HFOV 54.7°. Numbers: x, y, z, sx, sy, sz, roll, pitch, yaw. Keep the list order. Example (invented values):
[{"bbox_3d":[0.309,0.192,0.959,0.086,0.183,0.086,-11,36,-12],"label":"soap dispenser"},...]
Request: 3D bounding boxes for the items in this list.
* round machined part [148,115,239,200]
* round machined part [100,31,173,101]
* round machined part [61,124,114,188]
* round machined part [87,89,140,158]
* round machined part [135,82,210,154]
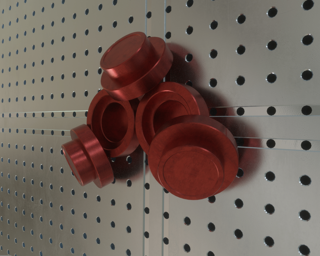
[{"bbox_3d":[0.035,0.038,0.333,0.098,0.042,0.097,4,118,9],"label":"round machined part"},{"bbox_3d":[-0.036,-0.084,0.393,0.098,0.042,0.098,-22,41,21],"label":"round machined part"},{"bbox_3d":[-0.111,0.047,0.457,0.098,0.042,0.097,46,152,35],"label":"round machined part"},{"bbox_3d":[-0.057,-0.008,0.442,0.098,0.042,0.097,0,90,39],"label":"round machined part"},{"bbox_3d":[0.019,-0.006,0.380,0.098,0.042,0.097,0,90,39],"label":"round machined part"}]
